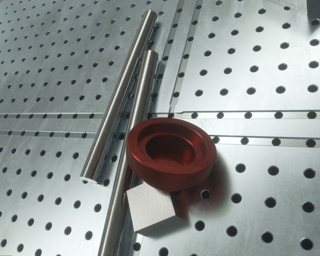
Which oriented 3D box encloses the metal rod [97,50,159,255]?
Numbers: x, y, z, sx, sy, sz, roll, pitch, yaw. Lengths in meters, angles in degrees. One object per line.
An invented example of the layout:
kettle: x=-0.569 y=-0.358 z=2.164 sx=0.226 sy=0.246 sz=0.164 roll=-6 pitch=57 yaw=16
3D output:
metal rod: x=-0.036 y=0.018 z=0.414 sx=0.025 sy=0.025 sz=0.299 roll=-4 pitch=60 yaw=25

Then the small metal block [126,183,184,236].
small metal block: x=-0.006 y=0.089 z=0.356 sx=0.050 sy=0.025 sz=0.050 roll=-26 pitch=53 yaw=12

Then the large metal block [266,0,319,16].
large metal block: x=0.193 y=-0.210 z=0.420 sx=0.080 sy=0.050 sz=0.080 roll=-43 pitch=51 yaw=-2

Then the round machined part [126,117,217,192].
round machined part: x=0.011 y=0.033 z=0.350 sx=0.099 sy=0.042 sz=0.098 roll=7 pitch=36 yaw=-5

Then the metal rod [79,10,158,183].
metal rod: x=-0.056 y=-0.062 z=0.473 sx=0.025 sy=0.025 sz=0.300 roll=3 pitch=63 yaw=29
